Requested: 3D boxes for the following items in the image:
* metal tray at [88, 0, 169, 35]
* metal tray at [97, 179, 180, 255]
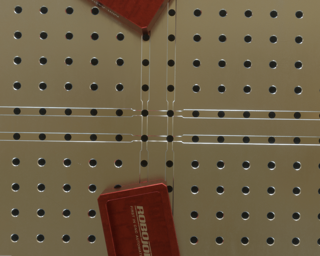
[{"bbox_3d":[-0.050,-0.197,0.410,0.130,0.030,0.090,32,90,0],"label":"metal tray"},{"bbox_3d":[-0.025,0.141,0.410,0.090,0.030,0.129,-11,90,0],"label":"metal tray"}]
